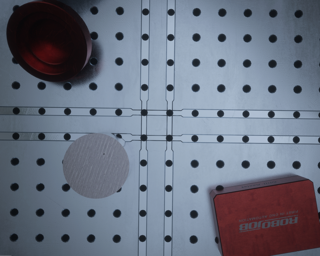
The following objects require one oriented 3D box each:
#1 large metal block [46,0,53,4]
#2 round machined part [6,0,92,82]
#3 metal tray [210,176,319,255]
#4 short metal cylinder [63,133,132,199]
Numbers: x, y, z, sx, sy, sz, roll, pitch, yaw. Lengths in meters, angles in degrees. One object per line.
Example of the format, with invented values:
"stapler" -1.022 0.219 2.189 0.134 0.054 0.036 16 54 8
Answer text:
"large metal block" -0.133 -0.212 0.380 0.080 0.050 0.080 -38 53 0
"round machined part" -0.134 -0.111 0.390 0.099 0.042 0.097 3 121 5
"metal tray" 0.139 0.119 0.412 0.131 0.030 0.089 -9 90 0
"short metal cylinder" -0.077 0.046 0.400 0.081 0.050 0.079 0 90 0
